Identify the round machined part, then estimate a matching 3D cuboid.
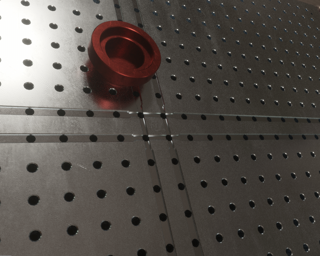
[{"bbox_3d":[-0.052,-0.098,0.430,0.099,0.042,0.098,14,56,-21],"label":"round machined part"}]
